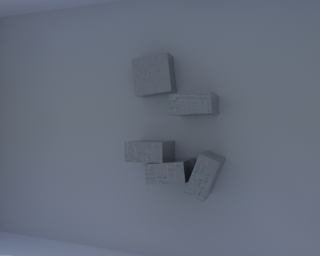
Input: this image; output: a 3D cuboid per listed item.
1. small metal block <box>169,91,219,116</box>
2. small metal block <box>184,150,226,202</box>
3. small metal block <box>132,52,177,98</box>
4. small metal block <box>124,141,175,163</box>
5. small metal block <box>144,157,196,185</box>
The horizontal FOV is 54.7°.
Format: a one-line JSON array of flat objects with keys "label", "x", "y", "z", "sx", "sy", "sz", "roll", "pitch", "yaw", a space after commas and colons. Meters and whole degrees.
[{"label": "small metal block", "x": 0.043, "y": -0.029, "z": 0.382, "sx": 0.050, "sy": 0.050, "sz": 0.025, "roll": -2, "pitch": 90, "yaw": 20}, {"label": "small metal block", "x": 0.056, "y": 0.057, "z": 0.377, "sx": 0.025, "sy": 0.050, "sz": 0.050, "roll": 23, "pitch": 98, "yaw": 18}, {"label": "small metal block", "x": -0.007, "y": -0.069, "z": 0.413, "sx": 0.050, "sy": 0.025, "sz": 0.050, "roll": -6, "pitch": 88, "yaw": 19}, {"label": "small metal block", "x": -0.012, "y": 0.030, "z": 0.401, "sx": 0.050, "sy": 0.050, "sz": 0.025, "roll": 0, "pitch": 90, "yaw": 20}, {"label": "small metal block", "x": 0.015, "y": 0.054, "z": 0.391, "sx": 0.050, "sy": 0.050, "sz": 0.025, "roll": -6, "pitch": 88, "yaw": 22}]
